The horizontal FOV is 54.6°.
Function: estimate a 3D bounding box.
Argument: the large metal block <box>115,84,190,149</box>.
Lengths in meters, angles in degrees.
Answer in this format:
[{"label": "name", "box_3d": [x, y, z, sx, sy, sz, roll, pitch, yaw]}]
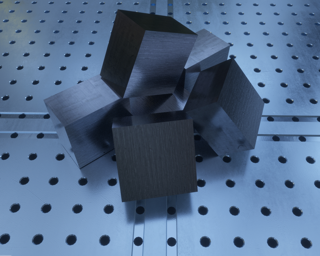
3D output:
[{"label": "large metal block", "box_3d": [-0.007, -0.024, 0.413, 0.080, 0.050, 0.080, -32, 57, -24]}]

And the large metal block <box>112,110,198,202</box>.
[{"label": "large metal block", "box_3d": [-0.006, 0.028, 0.339, 0.080, 0.080, 0.050, -7, 14, -6]}]

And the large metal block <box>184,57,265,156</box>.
[{"label": "large metal block", "box_3d": [0.082, -0.025, 0.384, 0.050, 0.080, 0.080, -17, 36, 42]}]

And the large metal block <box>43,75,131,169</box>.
[{"label": "large metal block", "box_3d": [-0.082, -0.010, 0.378, 0.080, 0.080, 0.050, -31, 57, -23]}]

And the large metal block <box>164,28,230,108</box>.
[{"label": "large metal block", "box_3d": [0.047, -0.081, 0.441, 0.080, 0.080, 0.050, -32, 57, -24]}]

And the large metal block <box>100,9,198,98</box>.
[{"label": "large metal block", "box_3d": [-0.014, -0.085, 0.362, 0.081, 0.079, 0.050, -12, 46, -43]}]
